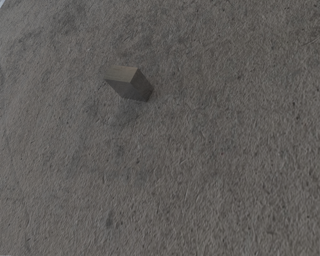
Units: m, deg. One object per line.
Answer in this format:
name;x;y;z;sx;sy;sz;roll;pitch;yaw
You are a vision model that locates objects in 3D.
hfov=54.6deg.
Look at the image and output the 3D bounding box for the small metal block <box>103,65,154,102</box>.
small metal block;-0.045;-0.065;0.452;0.050;0.050;0.025;13;69;34
